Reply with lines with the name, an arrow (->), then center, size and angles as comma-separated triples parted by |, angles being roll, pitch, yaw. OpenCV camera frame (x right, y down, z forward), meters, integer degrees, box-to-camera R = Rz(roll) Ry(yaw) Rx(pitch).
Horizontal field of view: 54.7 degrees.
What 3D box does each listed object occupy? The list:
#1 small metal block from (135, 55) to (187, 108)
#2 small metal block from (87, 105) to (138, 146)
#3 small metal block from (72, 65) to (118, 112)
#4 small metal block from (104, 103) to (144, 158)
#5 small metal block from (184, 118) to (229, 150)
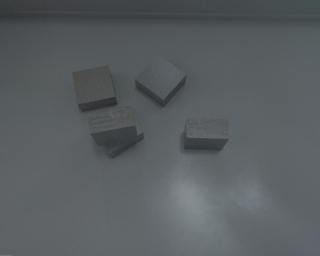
small metal block -> 0.001, -0.066, 0.433 | 0.050, 0.025, 0.050 | 37, 74, 12
small metal block -> -0.055, -0.001, 0.370 | 0.050, 0.050, 0.025 | -11, 71, -4
small metal block -> -0.090, -0.055, 0.429 | 0.050, 0.025, 0.050 | -13, 71, -5
small metal block -> -0.056, 0.003, 0.408 | 0.050, 0.025, 0.050 | -33, 74, -12
small metal block -> 0.057, 0.009, 0.393 | 0.050, 0.050, 0.025 | 2, 70, 0
